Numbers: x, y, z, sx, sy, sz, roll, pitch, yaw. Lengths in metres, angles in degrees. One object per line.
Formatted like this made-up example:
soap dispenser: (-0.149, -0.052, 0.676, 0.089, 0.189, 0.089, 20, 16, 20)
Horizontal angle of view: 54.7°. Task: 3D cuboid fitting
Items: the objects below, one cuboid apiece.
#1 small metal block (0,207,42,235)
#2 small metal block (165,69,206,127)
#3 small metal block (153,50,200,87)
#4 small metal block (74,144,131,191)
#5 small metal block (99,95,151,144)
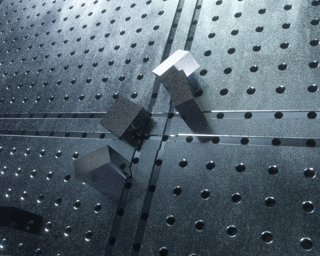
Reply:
small metal block: (-0.199, 0.125, 0.418, 0.050, 0.050, 0.025, -6, 59, 25)
small metal block: (0.033, -0.038, 0.397, 0.025, 0.050, 0.050, -24, 53, 13)
small metal block: (0.021, -0.083, 0.433, 0.050, 0.025, 0.050, -40, 22, 0)
small metal block: (-0.073, 0.052, 0.397, 0.050, 0.050, 0.025, -26, 53, 12)
small metal block: (-0.050, -0.012, 0.441, 0.050, 0.025, 0.050, 28, 77, 37)
